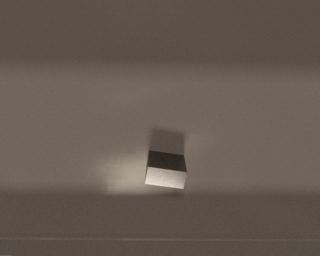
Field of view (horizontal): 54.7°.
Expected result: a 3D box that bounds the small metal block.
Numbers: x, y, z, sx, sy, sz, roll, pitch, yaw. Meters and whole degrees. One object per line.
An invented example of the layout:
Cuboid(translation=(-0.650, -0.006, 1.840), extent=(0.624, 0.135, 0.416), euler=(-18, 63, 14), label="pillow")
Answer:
Cuboid(translation=(0.007, 0.055, 0.419), extent=(0.050, 0.050, 0.025), euler=(9, 110, -4), label="small metal block")
